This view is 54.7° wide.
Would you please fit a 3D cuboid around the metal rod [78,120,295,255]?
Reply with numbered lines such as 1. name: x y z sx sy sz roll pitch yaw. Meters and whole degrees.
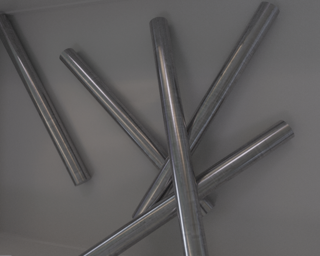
1. metal rod: 0.022 0.084 0.357 0.301 0.025 0.025 -34 79 -1

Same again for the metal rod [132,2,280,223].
1. metal rod: 0.053 -0.013 0.374 0.025 0.025 0.299 32 94 17

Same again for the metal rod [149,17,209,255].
1. metal rod: 0.018 -0.001 0.360 0.025 0.025 0.299 -16 68 19

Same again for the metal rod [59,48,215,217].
1. metal rod: -0.039 -0.002 0.424 0.025 0.025 0.300 -46 76 14

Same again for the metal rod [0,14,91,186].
1. metal rod: -0.186 -0.049 0.476 0.025 0.025 0.299 -33 79 17
